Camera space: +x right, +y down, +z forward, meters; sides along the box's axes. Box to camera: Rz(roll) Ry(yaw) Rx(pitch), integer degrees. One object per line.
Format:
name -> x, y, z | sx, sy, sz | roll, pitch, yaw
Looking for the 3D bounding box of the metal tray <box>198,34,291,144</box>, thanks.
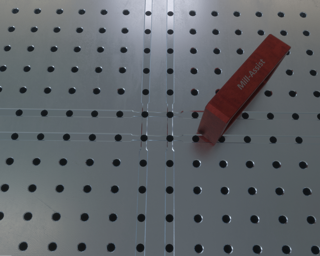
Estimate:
metal tray -> 0.104, -0.046, 0.394 | 0.030, 0.090, 0.130 | 39, 75, 13
